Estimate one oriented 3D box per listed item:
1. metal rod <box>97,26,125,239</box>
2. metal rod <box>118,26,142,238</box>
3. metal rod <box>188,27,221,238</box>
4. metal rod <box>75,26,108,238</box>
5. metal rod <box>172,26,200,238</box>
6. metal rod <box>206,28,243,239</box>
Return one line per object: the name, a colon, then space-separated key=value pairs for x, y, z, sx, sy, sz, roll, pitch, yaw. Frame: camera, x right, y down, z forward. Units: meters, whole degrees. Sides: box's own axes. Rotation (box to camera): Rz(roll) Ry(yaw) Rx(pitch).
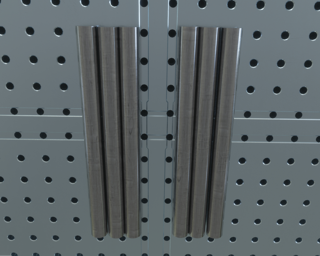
metal rod: x=-0.064 y=0.020 z=0.419 sx=0.025 sy=0.025 sz=0.298 roll=1 pitch=110 yaw=0
metal rod: x=-0.039 y=0.020 z=0.420 sx=0.025 sy=0.025 sz=0.298 roll=1 pitch=110 yaw=0
metal rod: x=0.058 y=0.020 z=0.420 sx=0.025 sy=0.025 sz=0.298 roll=1 pitch=110 yaw=0
metal rod: x=-0.089 y=0.019 z=0.419 sx=0.025 sy=0.025 sz=0.298 roll=1 pitch=110 yaw=0
metal rod: x=0.033 y=0.019 z=0.420 sx=0.025 sy=0.025 sz=0.298 roll=1 pitch=110 yaw=0
metal rod: x=0.084 y=0.020 z=0.421 sx=0.025 sy=0.025 sz=0.298 roll=1 pitch=110 yaw=0
